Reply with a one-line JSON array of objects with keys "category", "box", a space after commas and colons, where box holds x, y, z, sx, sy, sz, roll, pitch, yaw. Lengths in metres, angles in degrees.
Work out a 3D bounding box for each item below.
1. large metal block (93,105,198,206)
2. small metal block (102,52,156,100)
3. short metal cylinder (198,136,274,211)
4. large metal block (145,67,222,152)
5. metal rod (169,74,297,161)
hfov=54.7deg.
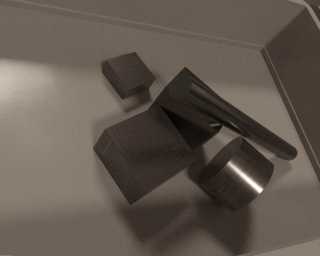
[{"category": "large metal block", "box": [-0.017, 0.030, 0.363, 0.081, 0.050, 0.080, -27, 77, -37]}, {"category": "small metal block", "box": [-0.043, -0.073, 0.428, 0.050, 0.025, 0.050, -29, 78, -38]}, {"category": "short metal cylinder", "box": [0.094, 0.057, 0.388, 0.050, 0.080, 0.080, 42, 51, 0]}, {"category": "large metal block", "box": [0.032, -0.017, 0.400, 0.080, 0.080, 0.050, 41, 51, -1]}, {"category": "metal rod", "box": [0.113, 0.002, 0.388, 0.301, 0.025, 0.025, 22, 49, -47]}]
